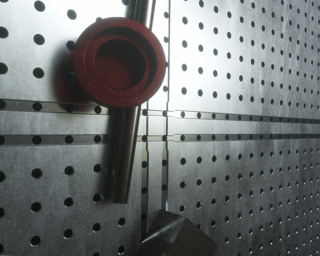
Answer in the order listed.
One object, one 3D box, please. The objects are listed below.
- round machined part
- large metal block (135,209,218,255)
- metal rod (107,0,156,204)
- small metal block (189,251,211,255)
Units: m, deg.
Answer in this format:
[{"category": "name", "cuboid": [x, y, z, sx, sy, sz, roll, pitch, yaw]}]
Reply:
[{"category": "round machined part", "cuboid": [-0.046, -0.068, 0.345, 0.099, 0.042, 0.097, 1, 86, -15]}, {"category": "large metal block", "cuboid": [0.021, 0.168, 0.413, 0.080, 0.050, 0.080, 47, 62, -30]}, {"category": "metal rod", "cuboid": [-0.031, -0.059, 0.384, 0.025, 0.025, 0.298, 13, 82, -40]}, {"category": "small metal block", "cuboid": [0.064, 0.218, 0.466, 0.050, 0.025, 0.050, 30, 71, -36]}]
